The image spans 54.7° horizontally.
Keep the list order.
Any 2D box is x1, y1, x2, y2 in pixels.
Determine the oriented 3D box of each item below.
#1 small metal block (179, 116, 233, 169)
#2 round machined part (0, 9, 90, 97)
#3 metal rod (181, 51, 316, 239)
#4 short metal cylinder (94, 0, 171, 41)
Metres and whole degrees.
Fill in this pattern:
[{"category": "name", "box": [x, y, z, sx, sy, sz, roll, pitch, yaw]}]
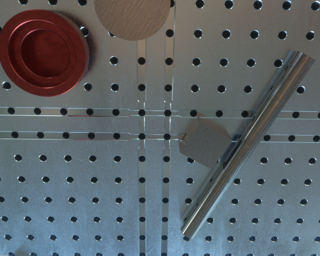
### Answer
[{"category": "small metal block", "box": [0.061, 0.020, 0.422, 0.050, 0.025, 0.050, 29, 107, -11]}, {"category": "round machined part", "box": [-0.133, -0.089, 0.370, 0.099, 0.042, 0.097, 0, 110, -1]}, {"category": "metal rod", "box": [0.112, 0.035, 0.427, 0.025, 0.025, 0.298, 26, 108, -10]}, {"category": "short metal cylinder", "box": [-0.029, -0.141, 0.348, 0.081, 0.050, 0.079, 0, 110, -1]}]
